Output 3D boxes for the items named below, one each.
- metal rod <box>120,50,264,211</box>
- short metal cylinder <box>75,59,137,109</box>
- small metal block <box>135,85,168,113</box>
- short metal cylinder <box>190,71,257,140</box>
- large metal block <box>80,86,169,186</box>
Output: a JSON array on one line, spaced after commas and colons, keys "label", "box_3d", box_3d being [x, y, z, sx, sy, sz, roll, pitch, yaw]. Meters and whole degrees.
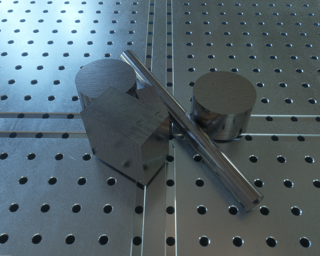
[{"label": "metal rod", "box_3d": [0.025, -0.017, 0.417, 0.025, 0.025, 0.300, -25, 55, -20]}, {"label": "short metal cylinder", "box_3d": [-0.072, -0.051, 0.429, 0.081, 0.050, 0.080, 0, 50, 0]}, {"label": "small metal block", "box_3d": [-0.011, -0.018, 0.401, 0.025, 0.050, 0.050, -17, 52, -13]}, {"label": "short metal cylinder", "box_3d": [0.082, -0.031, 0.413, 0.081, 0.050, 0.080, 0, 50, 0]}, {"label": "large metal block", "box_3d": [-0.037, 0.010, 0.358, 0.080, 0.080, 0.050, 27, 56, 21]}]
